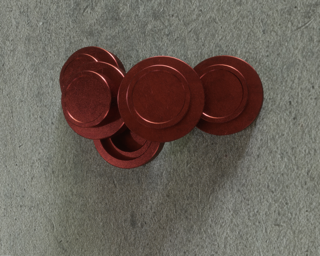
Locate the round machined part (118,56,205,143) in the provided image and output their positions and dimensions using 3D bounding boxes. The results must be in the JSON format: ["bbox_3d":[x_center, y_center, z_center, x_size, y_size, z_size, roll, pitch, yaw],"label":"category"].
[{"bbox_3d":[0.001,-0.033,0.345,0.099,0.042,0.097,0,89,6],"label":"round machined part"}]

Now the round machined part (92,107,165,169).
[{"bbox_3d":[-0.037,0.003,0.413,0.098,0.042,0.097,0,90,19],"label":"round machined part"}]

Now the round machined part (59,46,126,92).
[{"bbox_3d":[-0.100,-0.066,0.434,0.098,0.042,0.097,0,90,19],"label":"round machined part"}]

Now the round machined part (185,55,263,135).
[{"bbox_3d":[0.073,-0.040,0.374,0.098,0.042,0.097,0,90,19],"label":"round machined part"}]

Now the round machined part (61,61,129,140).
[{"bbox_3d":[-0.081,-0.034,0.384,0.098,0.042,0.097,0,90,19],"label":"round machined part"}]
